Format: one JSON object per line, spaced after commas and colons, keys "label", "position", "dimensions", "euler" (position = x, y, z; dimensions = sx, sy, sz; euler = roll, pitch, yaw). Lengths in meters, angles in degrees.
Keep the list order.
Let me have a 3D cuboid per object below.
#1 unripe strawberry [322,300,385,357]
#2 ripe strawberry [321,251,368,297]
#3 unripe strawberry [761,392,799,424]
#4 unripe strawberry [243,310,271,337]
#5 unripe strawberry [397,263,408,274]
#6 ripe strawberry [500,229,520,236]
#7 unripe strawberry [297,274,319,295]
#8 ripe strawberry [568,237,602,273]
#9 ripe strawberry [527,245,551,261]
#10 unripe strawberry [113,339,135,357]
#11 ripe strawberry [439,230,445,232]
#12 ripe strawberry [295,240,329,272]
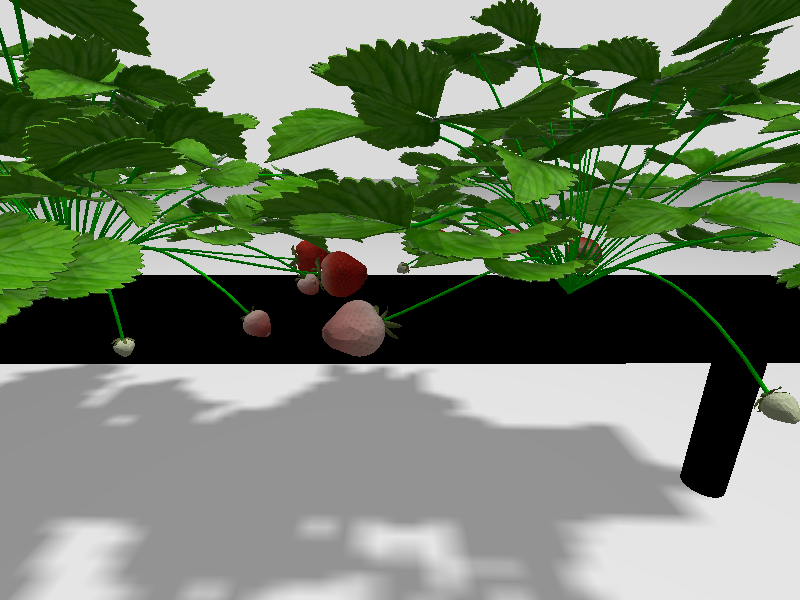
{"label": "unripe strawberry", "position": [-0.029, 0.018, 0.244], "dimensions": [0.037, 0.032, 0.037], "euler": [-13, 22, -32]}
{"label": "ripe strawberry", "position": [-0.050, -0.023, 0.362], "dimensions": [0.042, 0.041, 0.039], "euler": [0, 19, 0]}
{"label": "unripe strawberry", "position": [0.174, 0.050, 0.182], "dimensions": [0.013, 0.014, 0.014], "euler": [-2, 31, -6]}
{"label": "unripe strawberry", "position": [-0.096, 0.017, 0.273], "dimensions": [0.019, 0.019, 0.018], "euler": [42, 30, 9]}
{"label": "unripe strawberry", "position": [0.002, -0.034, 0.434], "dimensions": [0.013, 0.013, 0.012], "euler": [-28, 3, 31]}
{"label": "ripe strawberry", "position": [0.148, -0.080, 0.539], "dimensions": [0.032, 0.034, 0.035], "euler": [-1, 18, -2]}
{"label": "unripe strawberry", "position": [-0.081, -0.013, 0.358], "dimensions": [0.020, 0.019, 0.018], "euler": [-29, 15, 11]}
{"label": "ripe strawberry", "position": [0.204, -0.051, 0.445], "dimensions": [0.037, 0.039, 0.041], "euler": [10, 21, 28]}
{"label": "ripe strawberry", "position": [0.172, -0.064, 0.497], "dimensions": [0.029, 0.031, 0.031], "euler": [2, 18, 7]}
{"label": "unripe strawberry", "position": [-0.167, 0.029, 0.243], "dimensions": [0.011, 0.011, 0.010], "euler": [-18, 25, -42]}
{"label": "ripe strawberry", "position": [0.044, -0.074, 0.517], "dimensions": [0.035, 0.037, 0.038], "euler": [-12, 22, -32]}
{"label": "ripe strawberry", "position": [-0.093, -0.046, 0.427], "dimensions": [0.035, 0.037, 0.033], "euler": [-6, 19, -18]}
